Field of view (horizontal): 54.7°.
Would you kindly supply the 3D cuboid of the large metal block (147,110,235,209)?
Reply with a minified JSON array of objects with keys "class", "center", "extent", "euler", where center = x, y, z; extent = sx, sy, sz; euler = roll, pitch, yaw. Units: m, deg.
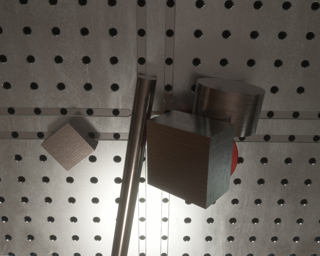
[{"class":"large metal block","center":[0.032,0.031,0.346],"extent":[0.080,0.050,0.079],"euler":[16,115,37]}]

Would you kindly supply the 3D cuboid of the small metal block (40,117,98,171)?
[{"class":"small metal block","center":[-0.122,0.022,0.420],"extent":[0.050,0.025,0.050],"euler":[-36,107,12]}]

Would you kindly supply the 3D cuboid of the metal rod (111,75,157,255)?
[{"class":"metal rod","center":[-0.041,0.074,0.440],"extent":[0.025,0.025,0.298],"euler":[9,110,-4]}]

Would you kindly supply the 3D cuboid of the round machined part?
[{"class":"round machined part","center":[0.051,0.032,0.417],"extent":[0.099,0.042,0.097],"euler":[0,110,0]}]

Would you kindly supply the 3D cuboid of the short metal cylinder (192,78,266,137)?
[{"class":"short metal cylinder","center":[0.081,-0.027,0.375],"extent":[0.081,0.080,0.050],"euler":[6,110,-3]}]
